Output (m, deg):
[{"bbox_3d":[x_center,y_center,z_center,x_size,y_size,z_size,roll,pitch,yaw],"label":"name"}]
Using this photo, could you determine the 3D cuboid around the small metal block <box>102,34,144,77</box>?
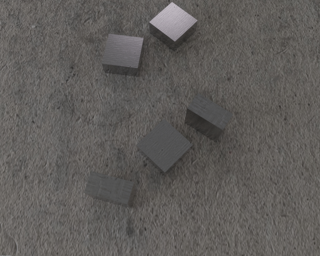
[{"bbox_3d":[-0.052,-0.104,0.446,0.050,0.025,0.050,8,70,3],"label":"small metal block"}]

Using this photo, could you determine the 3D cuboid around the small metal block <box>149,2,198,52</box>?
[{"bbox_3d":[0.020,-0.152,0.463,0.050,0.025,0.050,41,75,13],"label":"small metal block"}]

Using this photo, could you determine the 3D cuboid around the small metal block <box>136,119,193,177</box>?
[{"bbox_3d":[0.006,0.025,0.399,0.050,0.025,0.050,43,75,14],"label":"small metal block"}]

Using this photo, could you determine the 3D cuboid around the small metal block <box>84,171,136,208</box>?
[{"bbox_3d":[-0.057,0.074,0.367,0.050,0.050,0.025,14,71,5],"label":"small metal block"}]

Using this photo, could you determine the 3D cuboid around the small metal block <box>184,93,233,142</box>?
[{"bbox_3d":[0.061,-0.012,0.400,0.050,0.050,0.025,33,74,11],"label":"small metal block"}]
